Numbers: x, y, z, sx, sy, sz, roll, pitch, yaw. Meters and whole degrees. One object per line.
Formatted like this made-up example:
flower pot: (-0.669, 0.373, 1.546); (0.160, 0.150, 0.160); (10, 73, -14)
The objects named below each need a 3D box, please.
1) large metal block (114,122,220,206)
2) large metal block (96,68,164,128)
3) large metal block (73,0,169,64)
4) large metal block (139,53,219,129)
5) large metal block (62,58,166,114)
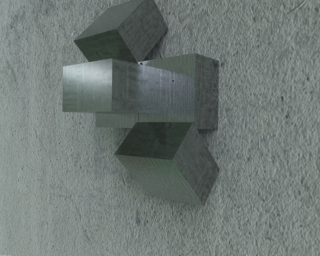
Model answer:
large metal block: (0.010, 0.039, 0.353); (0.080, 0.080, 0.050); (1, 47, 39)
large metal block: (-0.041, -0.040, 0.420); (0.080, 0.050, 0.079); (1, 91, 39)
large metal block: (-0.049, -0.122, 0.401); (0.080, 0.050, 0.080); (1, 47, 40)
large metal block: (0.021, -0.040, 0.369); (0.080, 0.050, 0.079); (1, 91, 39)
large metal block: (-0.050, -0.042, 0.345); (0.080, 0.081, 0.050); (2, 91, 39)
